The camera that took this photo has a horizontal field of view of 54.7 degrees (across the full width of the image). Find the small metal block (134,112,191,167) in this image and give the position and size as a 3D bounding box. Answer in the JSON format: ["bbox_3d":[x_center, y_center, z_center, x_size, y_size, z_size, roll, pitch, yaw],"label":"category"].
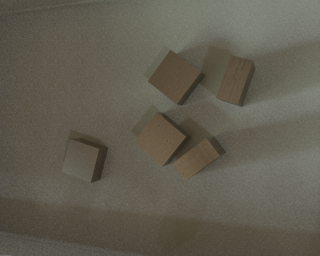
[{"bbox_3d":[0.004,0.014,0.409,0.050,0.025,0.050,41,103,15],"label":"small metal block"}]

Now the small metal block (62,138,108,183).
[{"bbox_3d":[-0.109,0.046,0.449,0.050,0.025,0.050,16,96,19],"label":"small metal block"}]

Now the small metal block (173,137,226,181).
[{"bbox_3d":[0.050,0.036,0.380,0.050,0.050,0.025,-39,78,16],"label":"small metal block"}]

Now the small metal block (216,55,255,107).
[{"bbox_3d":[0.090,-0.054,0.365,0.025,0.050,0.050,20,97,19],"label":"small metal block"}]

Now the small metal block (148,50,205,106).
[{"bbox_3d":[0.021,-0.065,0.403,0.050,0.025,0.050,40,103,15],"label":"small metal block"}]
